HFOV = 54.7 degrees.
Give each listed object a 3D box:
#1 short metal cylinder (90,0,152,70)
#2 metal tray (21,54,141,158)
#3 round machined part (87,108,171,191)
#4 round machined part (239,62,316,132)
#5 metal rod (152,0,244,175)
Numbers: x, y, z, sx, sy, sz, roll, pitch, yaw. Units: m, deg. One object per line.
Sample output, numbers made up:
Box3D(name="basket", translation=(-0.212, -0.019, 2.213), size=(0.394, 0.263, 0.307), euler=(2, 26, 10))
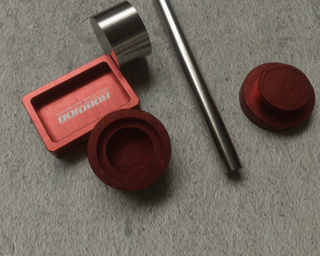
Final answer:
Box3D(name="short metal cylinder", translation=(-0.053, -0.125, 0.424), size=(0.050, 0.080, 0.080), euler=(-30, 73, -11))
Box3D(name="metal tray", translation=(-0.103, -0.031, 0.415), size=(0.131, 0.030, 0.090), euler=(-30, 73, -11))
Box3D(name="round machined part", translation=(-0.037, 0.028, 0.383), size=(0.099, 0.042, 0.098), euler=(1, 78, -5))
Box3D(name="round machined part", translation=(0.161, -0.047, 0.418), size=(0.099, 0.042, 0.098), euler=(0, 70, -1))
Box3D(name="metal rod", translation=(0.045, -0.079, 0.437), size=(0.025, 0.025, 0.299), euler=(-18, 71, -7))
